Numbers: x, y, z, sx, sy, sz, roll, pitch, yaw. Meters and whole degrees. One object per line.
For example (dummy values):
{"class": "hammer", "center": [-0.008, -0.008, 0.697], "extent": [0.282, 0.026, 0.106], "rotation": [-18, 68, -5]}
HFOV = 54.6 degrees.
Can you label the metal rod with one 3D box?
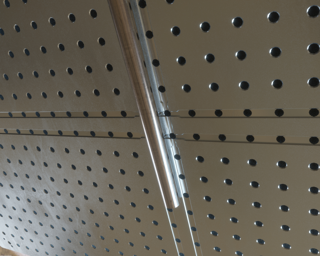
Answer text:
{"class": "metal rod", "center": [-0.014, -0.016, 0.410], "extent": [0.025, 0.025, 0.298], "rotation": [0, 119, 28]}
